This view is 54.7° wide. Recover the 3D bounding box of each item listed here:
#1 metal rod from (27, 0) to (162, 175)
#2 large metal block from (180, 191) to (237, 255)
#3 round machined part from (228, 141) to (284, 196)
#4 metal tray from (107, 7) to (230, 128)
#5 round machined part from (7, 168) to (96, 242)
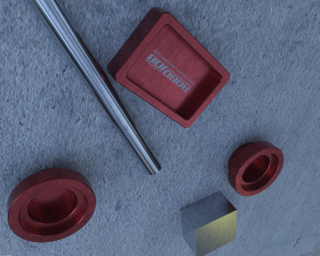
[{"bbox_3d":[-0.066,-0.045,0.342,0.025,0.025,0.299,-34,129,-6],"label":"metal rod"},{"bbox_3d":[0.085,0.169,0.542,0.081,0.050,0.079,-20,126,-17],"label":"large metal block"},{"bbox_3d":[0.154,0.063,0.519,0.099,0.042,0.097,-14,124,-21],"label":"round machined part"},{"bbox_3d":[0.015,-0.066,0.371,0.130,0.030,0.090,33,100,-38],"label":"metal tray"},{"bbox_3d":[-0.132,0.088,0.378,0.099,0.042,0.097,-14,124,-21],"label":"round machined part"}]
